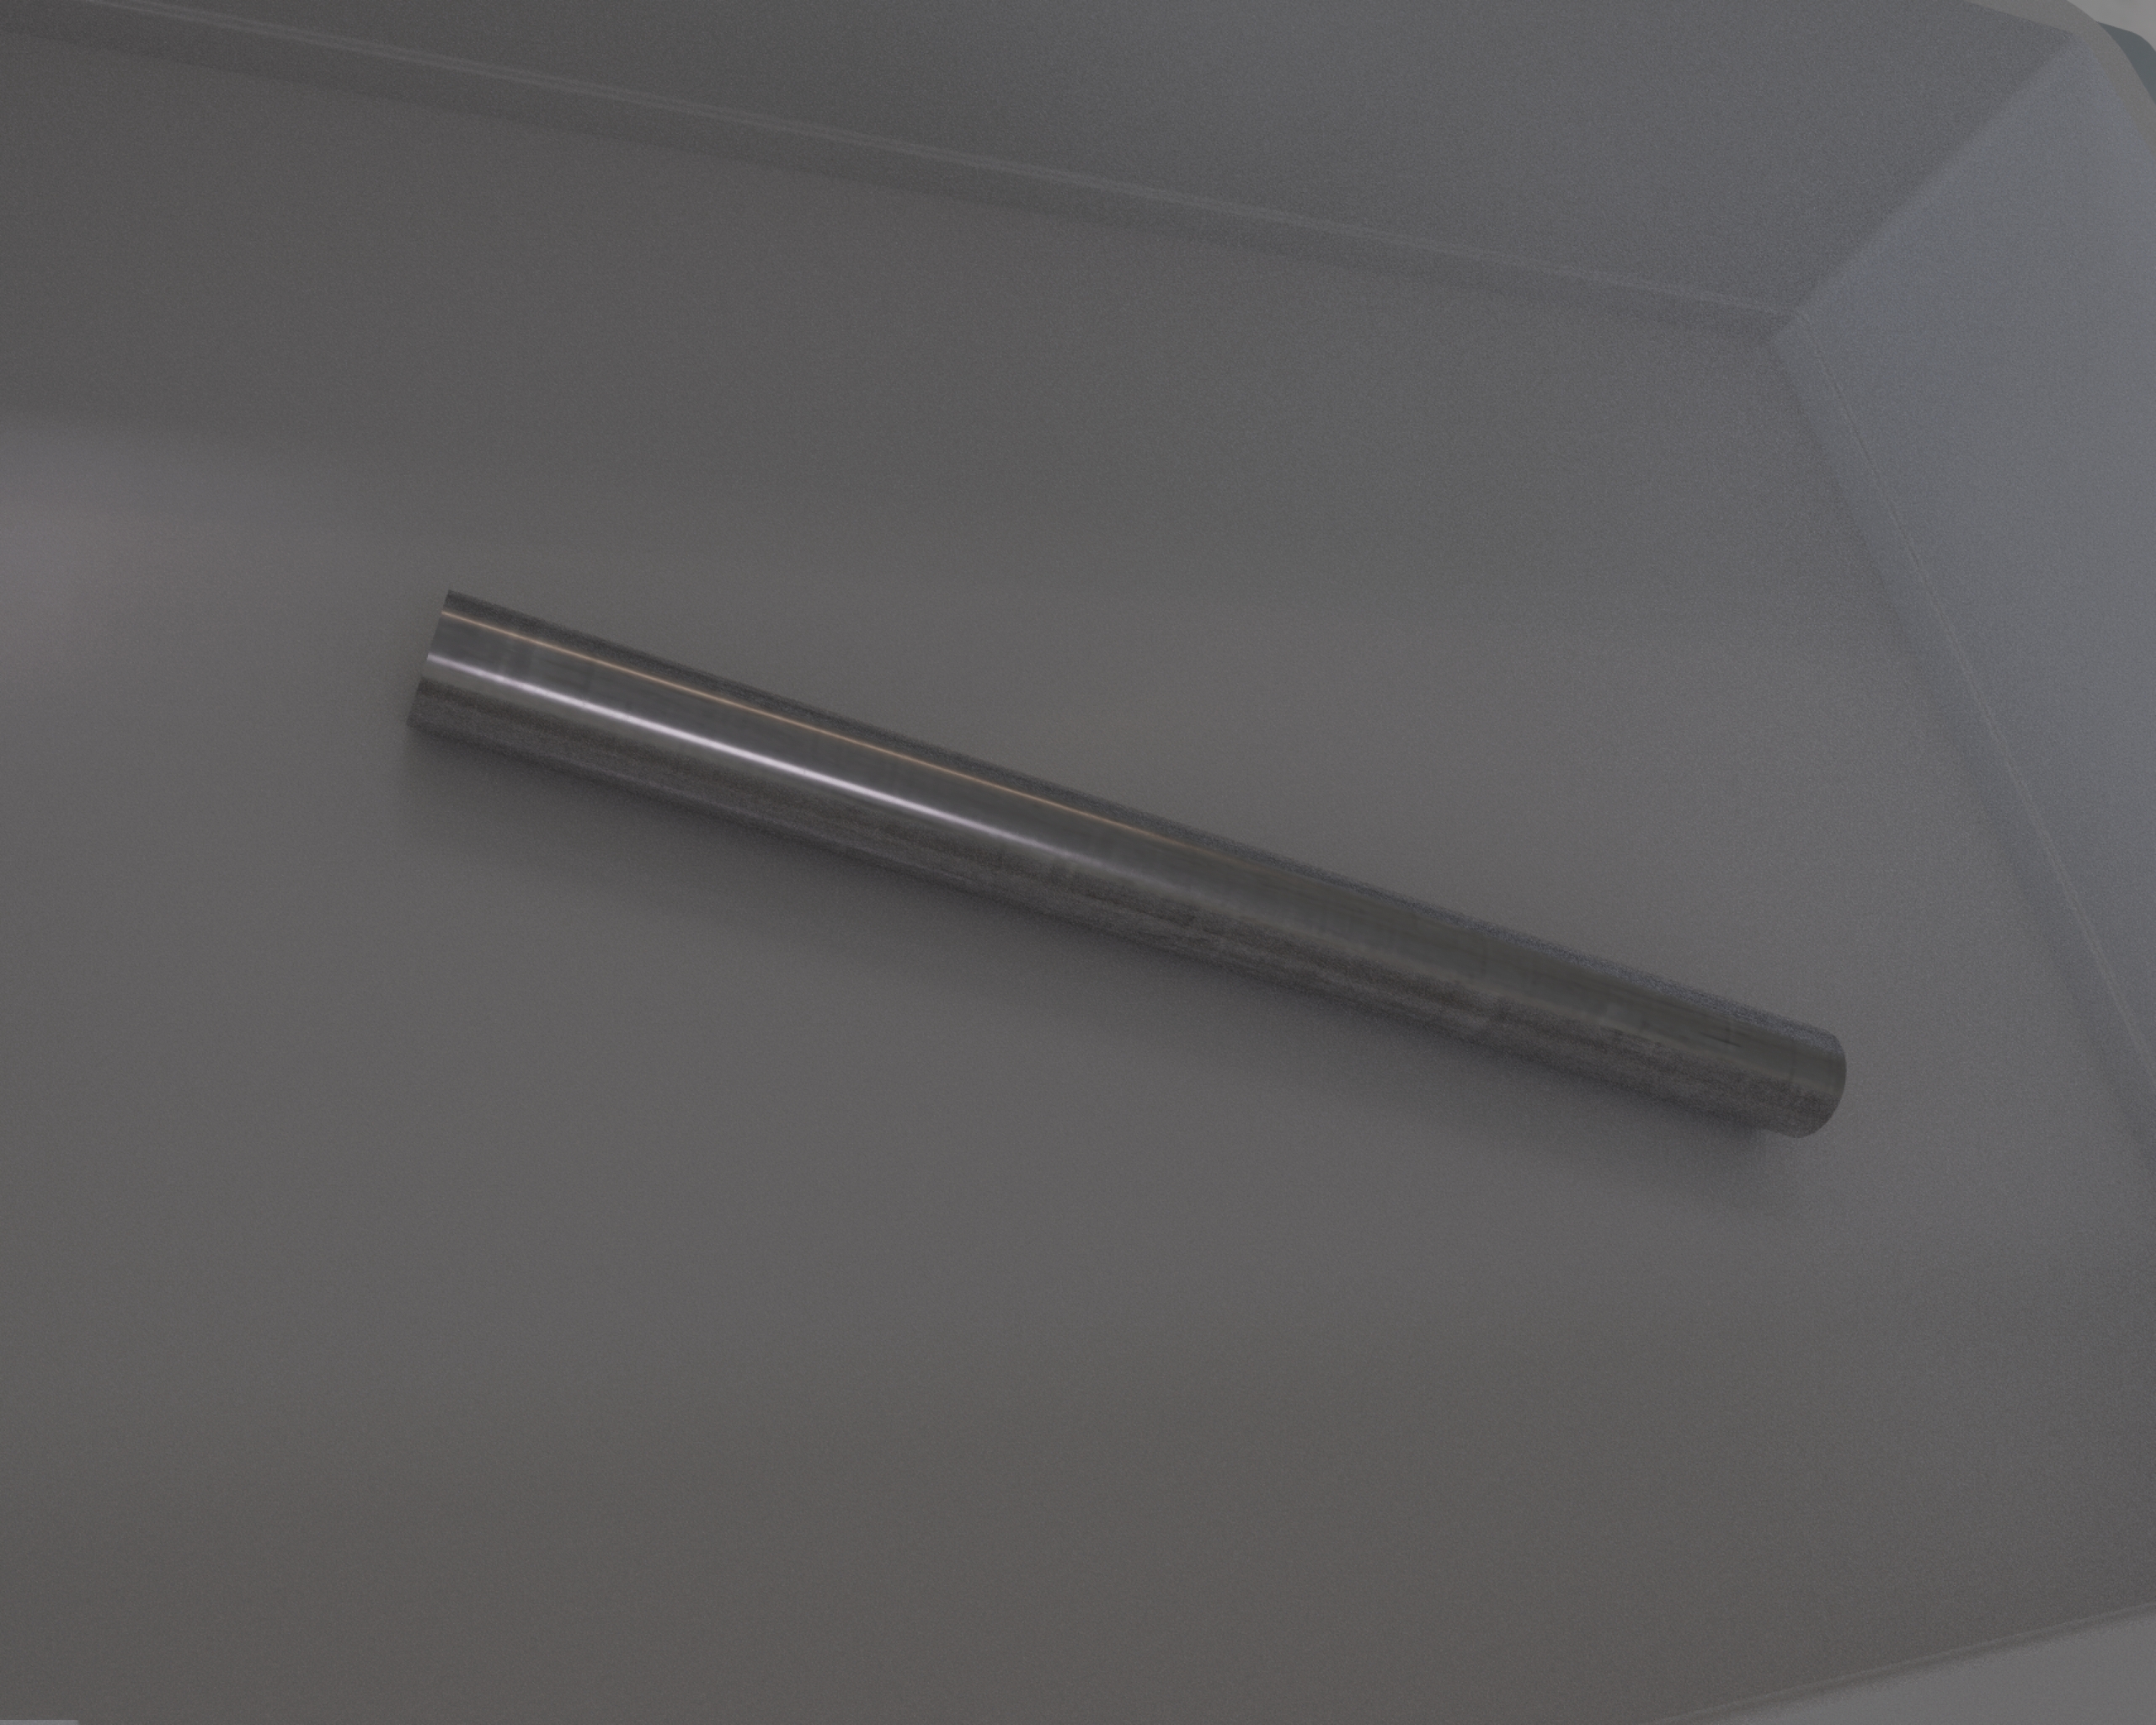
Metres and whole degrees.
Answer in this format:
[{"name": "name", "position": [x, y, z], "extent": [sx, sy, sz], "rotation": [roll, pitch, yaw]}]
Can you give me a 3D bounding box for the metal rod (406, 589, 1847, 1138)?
[{"name": "metal rod", "position": [0.023, 0.006, 0.412], "extent": [0.302, 0.025, 0.025], "rotation": [17, 55, -18]}]
